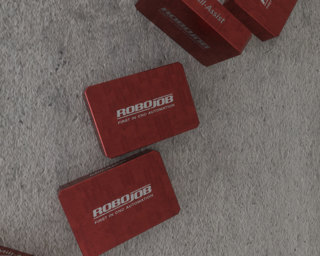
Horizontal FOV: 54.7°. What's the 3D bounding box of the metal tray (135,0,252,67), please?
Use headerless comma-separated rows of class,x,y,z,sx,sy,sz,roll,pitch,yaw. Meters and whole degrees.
metal tray,0.039,-0.135,0.388,0.130,0.090,0.030,36,79,-17

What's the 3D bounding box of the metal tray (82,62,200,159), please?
metal tray,-0.022,-0.024,0.398,0.131,0.030,0.090,-19,97,-19

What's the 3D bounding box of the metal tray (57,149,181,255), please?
metal tray,-0.049,0.091,0.388,0.131,0.030,0.090,-22,98,-19

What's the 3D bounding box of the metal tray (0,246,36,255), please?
metal tray,-0.177,0.184,0.341,0.131,0.030,0.090,27,81,-18

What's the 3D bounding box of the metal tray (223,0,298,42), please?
metal tray,0.163,-0.210,0.466,0.090,0.030,0.130,33,79,-17
